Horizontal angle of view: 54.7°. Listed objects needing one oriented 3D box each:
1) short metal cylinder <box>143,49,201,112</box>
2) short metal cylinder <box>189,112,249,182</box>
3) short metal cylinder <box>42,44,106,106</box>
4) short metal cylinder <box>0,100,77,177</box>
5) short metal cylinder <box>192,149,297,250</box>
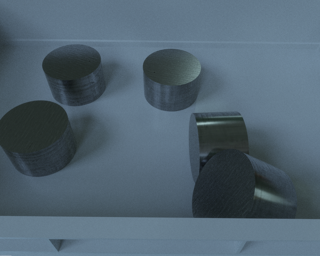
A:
[{"bbox_3d":[0.016,-0.070,0.448,0.081,0.050,0.080,0,50,0],"label":"short metal cylinder"},{"bbox_3d":[0.063,0.022,0.352,0.050,0.080,0.080,-2,50,-2],"label":"short metal cylinder"},{"bbox_3d":[-0.124,-0.078,0.453,0.081,0.050,0.080,0,50,0],"label":"short metal cylinder"},{"bbox_3d":[-0.147,0.012,0.377,0.081,0.050,0.080,0,50,0],"label":"short metal cylinder"},{"bbox_3d":[0.074,0.065,0.283,0.050,0.080,0.080,24,45,-25],"label":"short metal cylinder"}]
